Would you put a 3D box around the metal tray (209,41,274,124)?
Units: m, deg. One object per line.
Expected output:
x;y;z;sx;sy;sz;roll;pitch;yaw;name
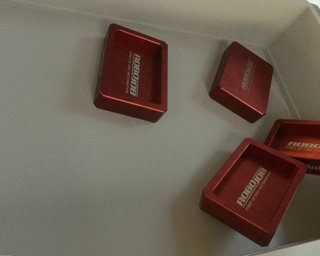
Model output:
0.142;-0.081;0.528;0.090;0.030;0.130;31;52;-8;metal tray

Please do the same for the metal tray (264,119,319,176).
0.224;0.026;0.449;0.090;0.130;0.030;-47;129;-39;metal tray

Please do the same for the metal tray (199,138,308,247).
0.122;0.074;0.397;0.090;0.030;0.131;28;46;25;metal tray

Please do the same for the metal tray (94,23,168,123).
-0.036;-0.078;0.429;0.091;0.030;0.130;14;56;-20;metal tray

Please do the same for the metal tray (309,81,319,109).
0.368;-0.036;0.624;0.091;0.030;0.130;-9;67;-32;metal tray
